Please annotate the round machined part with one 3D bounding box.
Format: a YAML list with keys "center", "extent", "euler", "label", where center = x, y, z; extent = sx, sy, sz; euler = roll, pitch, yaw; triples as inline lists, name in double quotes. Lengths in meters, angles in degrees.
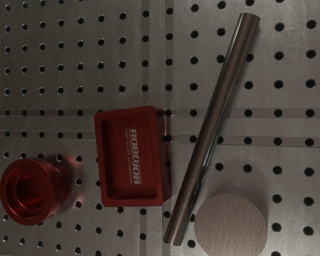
- center: [-0.188, 0.093, 0.468]
  extent: [0.098, 0.042, 0.097]
  euler: [0, 90, 19]
  label: "round machined part"

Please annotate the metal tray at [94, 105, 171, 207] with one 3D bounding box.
- center: [-0.038, 0.039, 0.422]
  extent: [0.090, 0.030, 0.129]
  euler: [-6, 88, 19]
  label: "metal tray"

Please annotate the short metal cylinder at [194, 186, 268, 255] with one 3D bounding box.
- center: [0.086, 0.113, 0.369]
  extent: [0.080, 0.050, 0.079]
  euler: [0, 90, 19]
  label: "short metal cylinder"

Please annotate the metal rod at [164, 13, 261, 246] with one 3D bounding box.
- center: [0.063, 0.007, 0.389]
  extent: [0.025, 0.025, 0.298]
  euler: [20, 96, 18]
  label: "metal rod"
